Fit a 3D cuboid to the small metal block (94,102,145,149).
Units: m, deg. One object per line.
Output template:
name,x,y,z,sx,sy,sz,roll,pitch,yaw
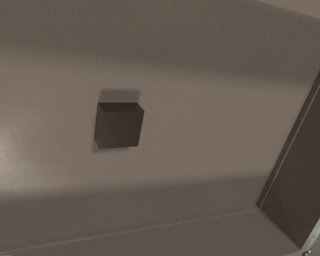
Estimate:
small metal block,-0.051,-0.003,0.380,0.050,0.025,0.050,-3,120,-28
